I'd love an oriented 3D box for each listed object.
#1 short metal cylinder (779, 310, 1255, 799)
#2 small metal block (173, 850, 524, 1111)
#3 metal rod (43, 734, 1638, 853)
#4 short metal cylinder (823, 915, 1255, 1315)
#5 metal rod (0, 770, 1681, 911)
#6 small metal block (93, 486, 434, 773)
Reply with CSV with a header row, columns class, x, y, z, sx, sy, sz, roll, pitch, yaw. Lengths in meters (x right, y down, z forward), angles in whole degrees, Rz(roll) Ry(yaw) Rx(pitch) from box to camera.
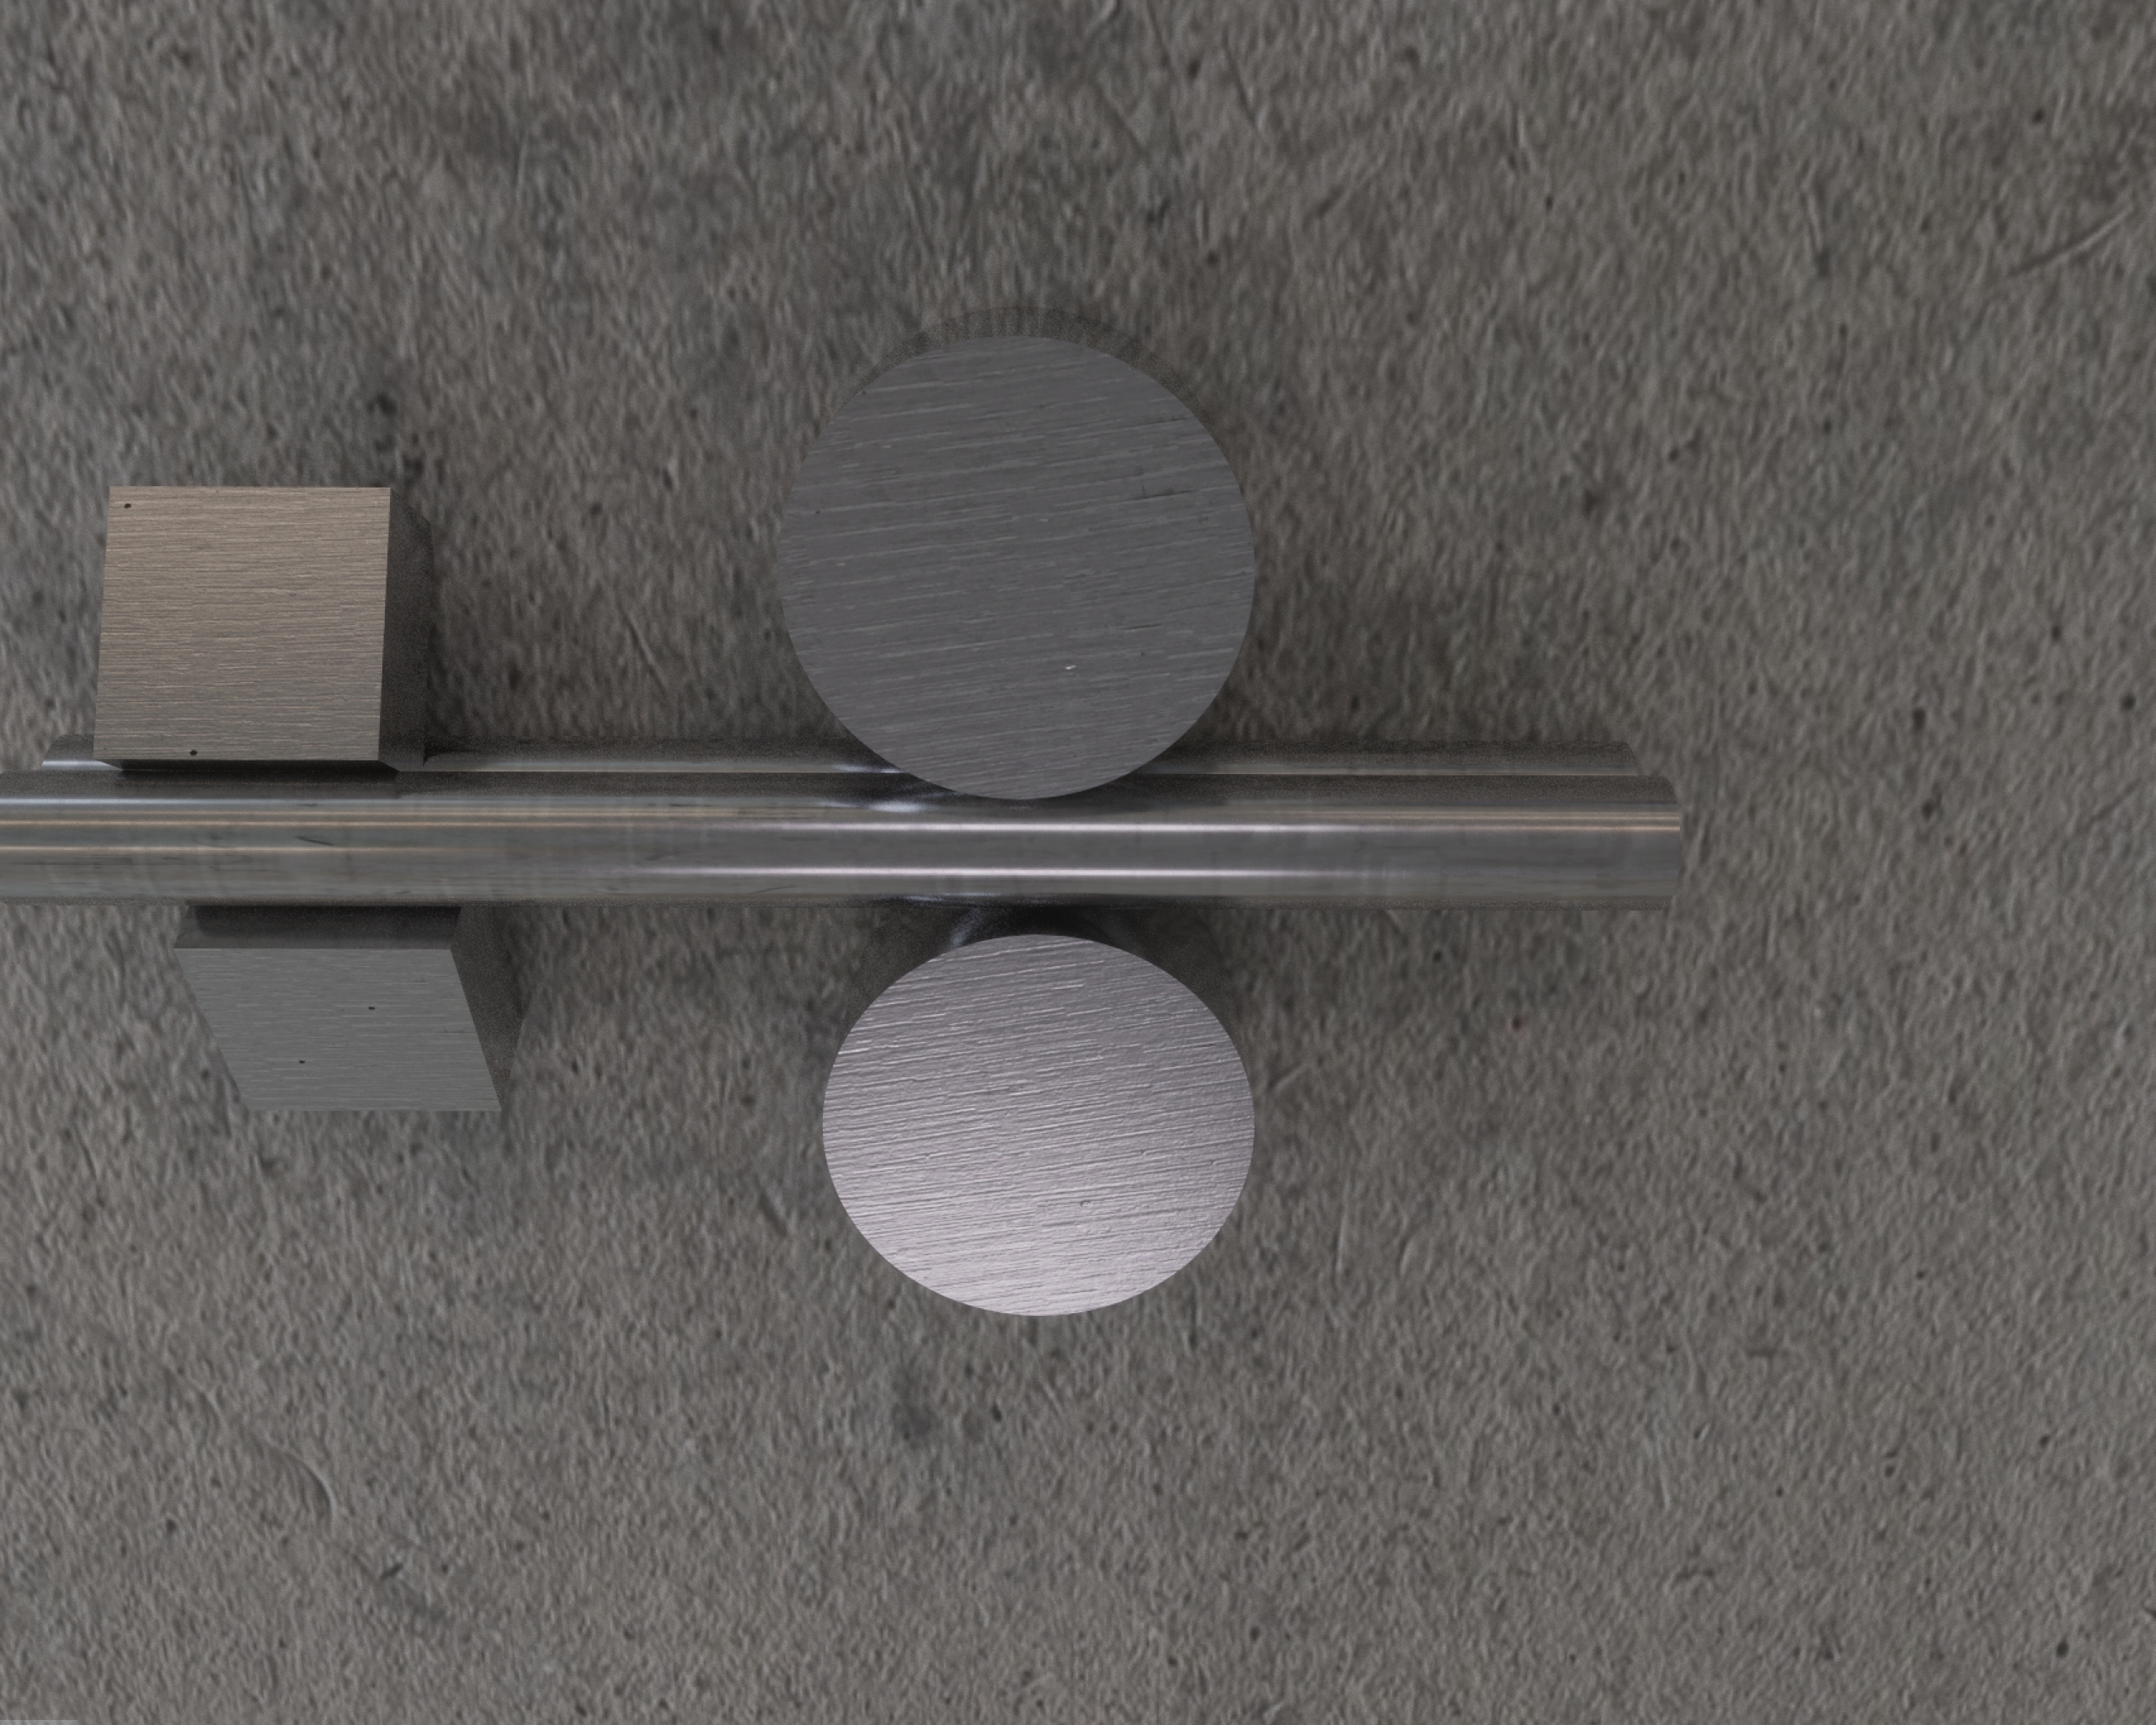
class,x,y,z,sx,sy,sz,roll,pitch,yaw
short metal cylinder,-0.010,-0.057,0.376,0.081,0.050,0.079,0,110,0
small metal block,-0.140,0.024,0.408,0.050,0.025,0.050,0,137,-1
metal rod,-0.045,-0.012,0.406,0.302,0.025,0.025,0,110,-1
short metal cylinder,-0.007,0.042,0.413,0.081,0.050,0.079,0,110,0
metal rod,-0.044,-0.004,0.383,0.302,0.025,0.025,0,110,0
small metal block,-0.149,-0.041,0.384,0.050,0.025,0.050,0,83,0
